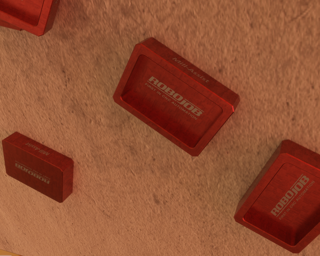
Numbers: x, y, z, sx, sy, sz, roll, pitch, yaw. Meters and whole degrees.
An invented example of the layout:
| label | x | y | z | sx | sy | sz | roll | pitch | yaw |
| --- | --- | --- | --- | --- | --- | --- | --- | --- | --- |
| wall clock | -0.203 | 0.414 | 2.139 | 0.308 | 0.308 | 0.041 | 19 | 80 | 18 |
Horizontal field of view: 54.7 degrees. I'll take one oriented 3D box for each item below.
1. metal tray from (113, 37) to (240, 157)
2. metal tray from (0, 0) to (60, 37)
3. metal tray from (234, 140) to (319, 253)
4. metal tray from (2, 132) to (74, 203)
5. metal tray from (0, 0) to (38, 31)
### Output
| label | x | y | z | sx | sy | sz | roll | pitch | yaw |
| --- | --- | --- | --- | --- | --- | --- | --- | --- | --- |
| metal tray | 0.016 | -0.035 | 0.372 | 0.130 | 0.030 | 0.089 | 35 | 129 | 4 |
| metal tray | -0.151 | -0.180 | 0.340 | 0.090 | 0.030 | 0.129 | 24 | 122 | -12 |
| metal tray | 0.158 | 0.086 | 0.373 | 0.090 | 0.030 | 0.129 | 28 | 128 | 10 |
| metal tray | -0.221 | 0.071 | 0.561 | 0.130 | 0.030 | 0.089 | 23 | 127 | 13 |
| metal tray | -0.206 | -0.197 | 0.387 | 0.090 | 0.030 | 0.129 | 17 | 125 | 17 |
